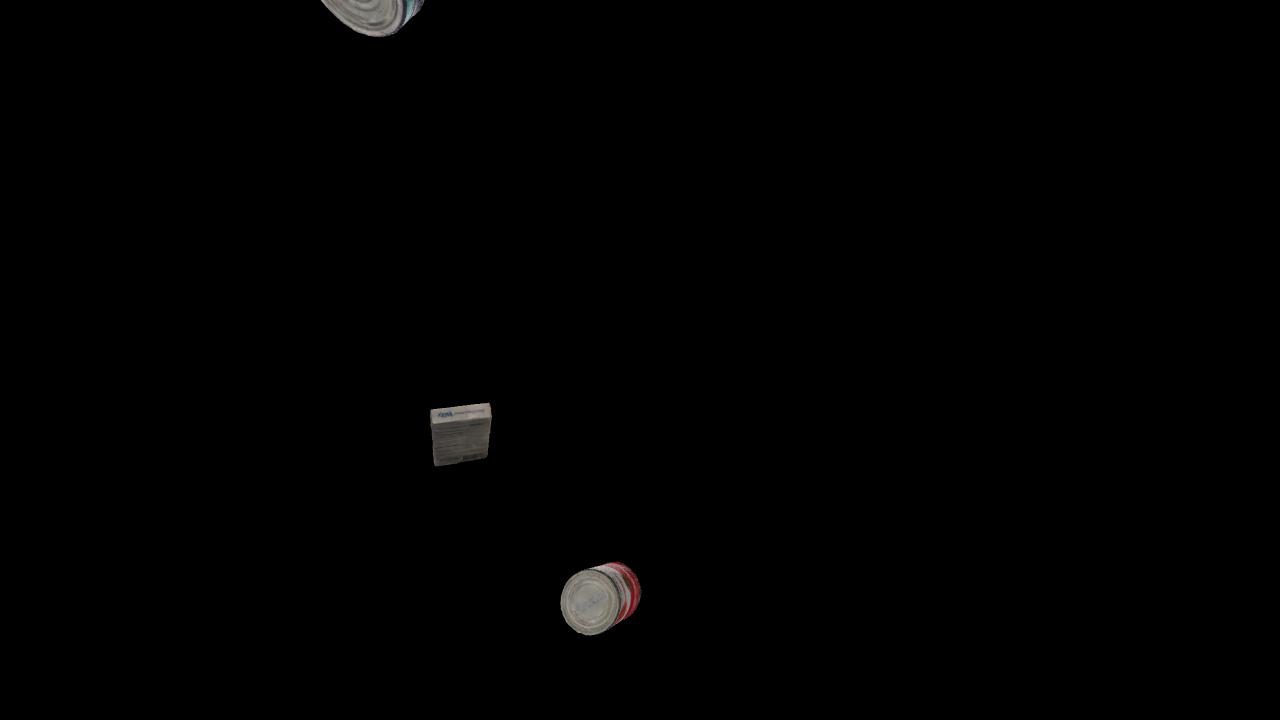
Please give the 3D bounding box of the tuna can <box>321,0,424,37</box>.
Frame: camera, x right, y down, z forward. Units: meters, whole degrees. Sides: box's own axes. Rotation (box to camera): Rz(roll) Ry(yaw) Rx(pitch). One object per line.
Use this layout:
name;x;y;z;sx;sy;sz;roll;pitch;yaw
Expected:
tuna can;-0.207;-0.290;0.461;0.084;0.034;0.084;14;-33;9

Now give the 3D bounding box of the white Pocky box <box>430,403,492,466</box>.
white Pocky box;-0.268;0.114;0.921;0.084;0.028;0.154;-6;-29;-20

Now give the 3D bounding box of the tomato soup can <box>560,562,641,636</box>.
tomato soup can;-0.043;0.265;0.690;0.068;0.068;0.101;0;-14;13
